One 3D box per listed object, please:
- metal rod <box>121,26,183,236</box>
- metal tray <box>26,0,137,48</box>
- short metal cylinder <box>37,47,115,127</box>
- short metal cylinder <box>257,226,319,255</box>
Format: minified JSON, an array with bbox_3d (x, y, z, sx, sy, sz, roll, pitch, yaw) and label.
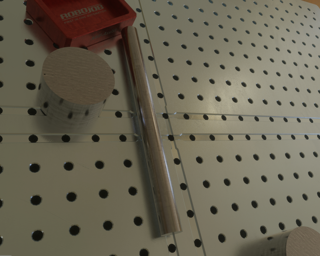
[{"bbox_3d":[-0.017,-0.015,0.407,0.025,0.025,0.299,2,61,-28],"label":"metal rod"},{"bbox_3d":[-0.109,-0.168,0.448,0.090,0.030,0.131,49,51,6],"label":"metal tray"},{"bbox_3d":[-0.100,-0.049,0.368,0.081,0.050,0.080,14,56,-21],"label":"short metal cylinder"},{"bbox_3d":[0.169,0.167,0.381,0.081,0.050,0.080,13,56,-21],"label":"short metal cylinder"}]
